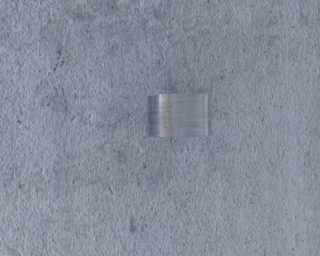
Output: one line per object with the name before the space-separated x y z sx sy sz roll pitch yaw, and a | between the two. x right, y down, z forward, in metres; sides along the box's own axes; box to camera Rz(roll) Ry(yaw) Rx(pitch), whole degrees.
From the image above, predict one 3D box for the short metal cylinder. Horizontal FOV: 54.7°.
short metal cylinder | 0.024 -0.015 0.391 0.081 0.080 0.050 -1 91 -20
